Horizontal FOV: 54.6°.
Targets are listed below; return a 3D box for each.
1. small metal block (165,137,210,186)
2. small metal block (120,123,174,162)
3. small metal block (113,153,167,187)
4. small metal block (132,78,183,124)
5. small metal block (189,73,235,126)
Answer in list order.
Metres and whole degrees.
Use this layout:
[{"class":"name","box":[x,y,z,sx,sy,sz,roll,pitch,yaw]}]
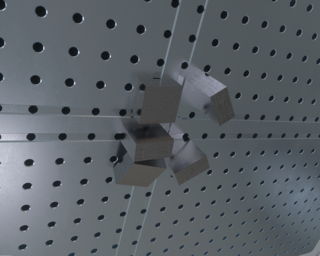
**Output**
[{"class":"small metal block","box":[0.034,0.046,0.442,0.050,0.050,0.025,-28,128,-11]},{"class":"small metal block","box":[-0.017,0.016,0.395,0.050,0.050,0.025,-5,120,-26]},{"class":"small metal block","box":[-0.028,0.054,0.418,0.050,0.025,0.050,13,134,-34]},{"class":"small metal block","box":[-0.004,-0.033,0.388,0.050,0.025,0.050,-3,120,-27]},{"class":"small metal block","box":[0.069,-0.038,0.408,0.025,0.050,0.050,-32,129,-7]}]
